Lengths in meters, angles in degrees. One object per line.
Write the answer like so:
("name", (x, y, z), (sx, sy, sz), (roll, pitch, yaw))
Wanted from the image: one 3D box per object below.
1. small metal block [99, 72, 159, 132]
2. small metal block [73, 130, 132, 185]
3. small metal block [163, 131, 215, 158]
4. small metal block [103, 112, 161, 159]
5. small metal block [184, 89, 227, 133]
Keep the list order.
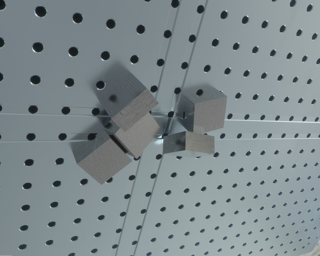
("small metal block", (-0.037, -0.030, 0.356), (0.050, 0.050, 0.025), (-41, 129, -1))
("small metal block", (-0.072, 0.037, 0.394), (0.050, 0.025, 0.050), (-38, 130, -2))
("small metal block", (0.039, 0.024, 0.427), (0.050, 0.050, 0.025), (11, 74, -33))
("small metal block", (-0.033, 0.001, 0.383), (0.050, 0.025, 0.050), (-51, 132, -18))
("small metal block", (0.063, -0.022, 0.431), (0.050, 0.025, 0.050), (-14, 124, -21))
